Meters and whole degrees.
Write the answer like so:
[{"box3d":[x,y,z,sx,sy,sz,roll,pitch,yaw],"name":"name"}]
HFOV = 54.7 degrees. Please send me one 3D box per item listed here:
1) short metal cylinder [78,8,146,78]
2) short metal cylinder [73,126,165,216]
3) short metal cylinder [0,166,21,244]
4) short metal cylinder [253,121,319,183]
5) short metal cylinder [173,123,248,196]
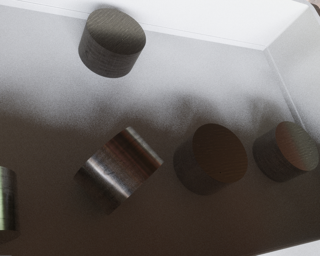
[{"box3d":[-0.066,-0.116,0.424,0.081,0.050,0.080,14,56,-21],"name":"short metal cylinder"},{"box3d":[-0.041,0.044,0.321,0.050,0.080,0.080,46,51,4],"name":"short metal cylinder"},{"box3d":[-0.156,0.067,0.245,0.081,0.080,0.050,-2,63,-29],"name":"short metal cylinder"},{"box3d":[0.189,0.036,0.469,0.081,0.050,0.080,14,56,-21],"name":"short metal cylinder"},{"box3d":[0.064,0.041,0.399,0.081,0.050,0.080,14,56,-21],"name":"short metal cylinder"}]
